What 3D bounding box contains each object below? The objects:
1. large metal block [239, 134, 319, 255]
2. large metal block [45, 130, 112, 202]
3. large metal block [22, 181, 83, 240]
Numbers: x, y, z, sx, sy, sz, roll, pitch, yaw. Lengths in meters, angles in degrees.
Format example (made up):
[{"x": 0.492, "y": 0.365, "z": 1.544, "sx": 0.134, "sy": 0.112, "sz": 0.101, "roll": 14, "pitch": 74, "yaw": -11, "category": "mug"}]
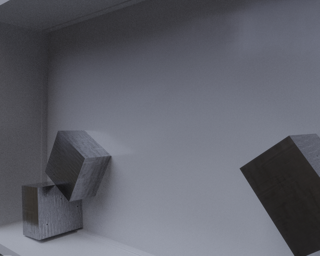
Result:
[{"x": 0.127, "y": 0.052, "z": 0.266, "sx": 0.050, "sy": 0.081, "sz": 0.080, "roll": -43, "pitch": 64, "yaw": 32, "category": "large metal block"}, {"x": -0.134, "y": 0.058, "z": 0.502, "sx": 0.080, "sy": 0.050, "sz": 0.079, "roll": 37, "pitch": 112, "yaw": 34, "category": "large metal block"}, {"x": -0.179, "y": 0.132, "z": 0.519, "sx": 0.050, "sy": 0.081, "sz": 0.080, "roll": -4, "pitch": 87, "yaw": 40, "category": "large metal block"}]
